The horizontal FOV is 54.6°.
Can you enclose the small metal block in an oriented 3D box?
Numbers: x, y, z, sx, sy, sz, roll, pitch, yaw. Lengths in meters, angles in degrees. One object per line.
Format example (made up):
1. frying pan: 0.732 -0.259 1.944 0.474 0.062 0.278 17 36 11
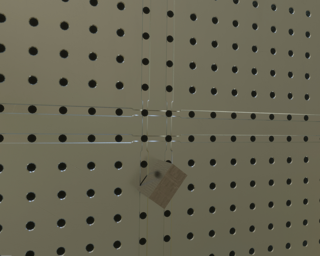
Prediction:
1. small metal block: 0.002 0.071 0.400 0.025 0.050 0.050 39 78 -16
